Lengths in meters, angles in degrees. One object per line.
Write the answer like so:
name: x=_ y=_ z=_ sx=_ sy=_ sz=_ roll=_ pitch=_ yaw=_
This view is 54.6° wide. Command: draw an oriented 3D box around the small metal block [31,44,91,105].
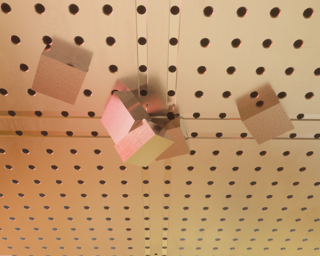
small metal block: x=-0.115 y=-0.061 z=0.359 sx=0.050 sy=0.025 sz=0.050 roll=21 pitch=127 yaw=-17

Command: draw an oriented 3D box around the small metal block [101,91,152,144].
small metal block: x=-0.043 y=-0.010 z=0.382 sx=0.025 sy=0.050 sz=0.050 roll=-9 pitch=142 yaw=-43

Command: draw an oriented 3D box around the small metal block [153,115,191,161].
small metal block: x=0.010 y=0.014 z=0.424 sx=0.050 sy=0.025 sz=0.050 roll=-14 pitch=129 yaw=12

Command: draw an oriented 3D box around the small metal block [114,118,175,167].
small metal block: x=-0.018 y=0.020 z=0.376 sx=0.050 sy=0.025 sz=0.050 roll=-42 pitch=152 yaw=13

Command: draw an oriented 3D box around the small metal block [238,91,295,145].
small metal block: x=0.138 y=-0.012 z=0.402 sx=0.050 sy=0.025 sz=0.050 roll=-29 pitch=125 yaw=22
